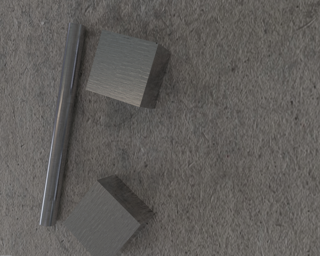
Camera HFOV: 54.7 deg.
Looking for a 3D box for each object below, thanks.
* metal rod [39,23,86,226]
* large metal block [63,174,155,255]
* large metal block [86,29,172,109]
[{"bbox_3d":[-0.145,-0.003,0.460,0.025,0.025,0.298,11,94,19],"label":"metal rod"},{"bbox_3d":[-0.068,0.123,0.420,0.080,0.050,0.080,42,103,15],"label":"large metal block"},{"bbox_3d":[-0.041,-0.076,0.410,0.080,0.050,0.080,19,96,19],"label":"large metal block"}]
